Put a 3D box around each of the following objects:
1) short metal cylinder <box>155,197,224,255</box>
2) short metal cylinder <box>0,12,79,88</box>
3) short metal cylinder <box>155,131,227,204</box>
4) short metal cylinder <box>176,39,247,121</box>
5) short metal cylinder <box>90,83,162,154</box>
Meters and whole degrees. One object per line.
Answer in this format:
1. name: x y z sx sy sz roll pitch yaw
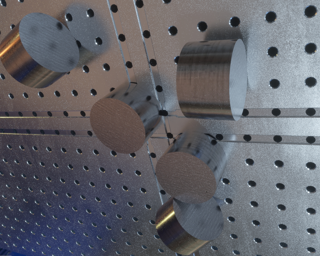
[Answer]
1. short metal cylinder: 0.041 0.128 0.432 0.080 0.080 0.050 38 129 2
2. short metal cylinder: -0.152 -0.097 0.393 0.050 0.080 0.080 -23 106 36
3. short metal cylinder: 0.041 0.051 0.404 0.080 0.050 0.079 13 124 20
4. short metal cylinder: 0.056 -0.048 0.316 0.050 0.080 0.079 4 120 26
5. short metal cylinder: -0.044 -0.013 0.409 0.080 0.050 0.079 13 124 20
